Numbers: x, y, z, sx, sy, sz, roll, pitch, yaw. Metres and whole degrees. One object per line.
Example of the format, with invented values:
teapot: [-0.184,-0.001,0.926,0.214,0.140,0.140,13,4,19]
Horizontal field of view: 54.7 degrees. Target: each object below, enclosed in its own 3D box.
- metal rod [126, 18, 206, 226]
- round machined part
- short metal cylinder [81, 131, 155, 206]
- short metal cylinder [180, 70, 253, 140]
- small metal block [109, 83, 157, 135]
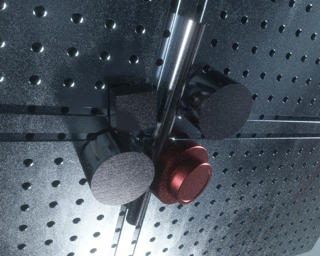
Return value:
metal rod: [0.001,0.009,0.412,0.025,0.025,0.298,3,117,-30]
round machined part: [0.036,0.070,0.443,0.099,0.042,0.097,-27,134,-31]
short metal cylinder: [-0.054,0.050,0.391,0.081,0.050,0.079,-14,124,-21]
short metal cylinder: [0.074,-0.031,0.411,0.081,0.050,0.079,-14,124,-21]
small metal block: [-0.032,-0.024,0.374,0.050,0.025,0.050,-11,123,-23]
